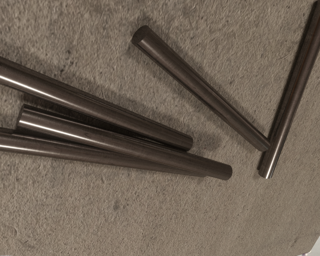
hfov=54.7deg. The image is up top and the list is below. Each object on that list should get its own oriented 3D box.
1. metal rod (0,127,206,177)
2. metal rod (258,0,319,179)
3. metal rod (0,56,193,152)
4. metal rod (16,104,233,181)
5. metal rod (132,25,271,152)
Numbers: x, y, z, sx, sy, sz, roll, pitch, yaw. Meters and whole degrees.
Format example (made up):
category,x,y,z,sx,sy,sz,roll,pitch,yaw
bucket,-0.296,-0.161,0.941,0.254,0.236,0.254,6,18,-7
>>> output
category,x,y,z,sx,sy,sz,roll,pitch,yaw
metal rod,-0.053,0.037,0.401,0.302,0.025,0.025,13,112,-34
metal rod,0.212,-0.045,0.497,0.025,0.025,0.298,-6,121,-26
metal rod,-0.074,-0.023,0.353,0.302,0.025,0.025,22,106,-37
metal rod,-0.021,0.027,0.397,0.302,0.025,0.025,18,109,-31
metal rod,0.076,-0.036,0.428,0.301,0.025,0.025,33,99,-39
